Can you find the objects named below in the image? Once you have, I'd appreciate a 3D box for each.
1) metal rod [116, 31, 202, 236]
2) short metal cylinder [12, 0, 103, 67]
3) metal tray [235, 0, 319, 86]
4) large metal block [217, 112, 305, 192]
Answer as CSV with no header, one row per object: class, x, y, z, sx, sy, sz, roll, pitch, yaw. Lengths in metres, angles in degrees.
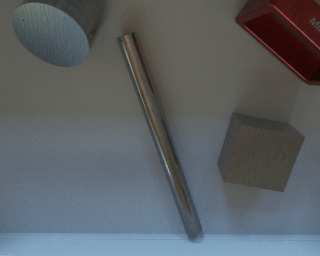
metal rod,0.006,0.022,0.419,0.025,0.025,0.298,-17,110,6
short metal cylinder,-0.108,-0.113,0.335,0.080,0.050,0.080,9,144,6
metal tray,0.154,-0.096,0.340,0.130,0.090,0.030,36,93,-13
large metal block,0.130,0.031,0.412,0.081,0.050,0.079,11,110,-5
